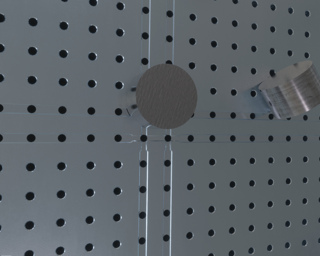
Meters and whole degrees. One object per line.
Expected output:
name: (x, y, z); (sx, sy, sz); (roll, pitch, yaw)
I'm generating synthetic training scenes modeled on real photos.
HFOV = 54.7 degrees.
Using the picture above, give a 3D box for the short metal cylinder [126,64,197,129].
short metal cylinder: (0.001, -0.039, 0.399); (0.081, 0.050, 0.079); (0, 90, -20)

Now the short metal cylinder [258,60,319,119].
short metal cylinder: (0.194, -0.056, 0.455); (0.080, 0.080, 0.050); (-36, 102, -16)
